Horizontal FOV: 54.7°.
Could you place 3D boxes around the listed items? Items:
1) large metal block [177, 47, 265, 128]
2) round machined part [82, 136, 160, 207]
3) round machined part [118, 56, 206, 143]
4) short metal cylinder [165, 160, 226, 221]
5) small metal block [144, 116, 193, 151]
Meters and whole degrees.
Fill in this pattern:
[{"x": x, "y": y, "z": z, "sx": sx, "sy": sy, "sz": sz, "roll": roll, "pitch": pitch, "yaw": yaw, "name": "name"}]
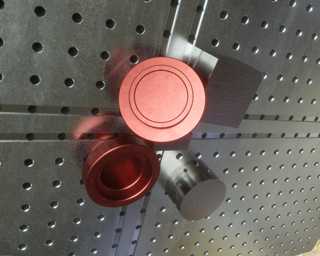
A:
[{"x": 0.075, "y": -0.051, "z": 0.405, "sx": 0.081, "sy": 0.050, "sz": 0.079, "roll": 8, "pitch": 114, "yaw": -32, "name": "large metal block"}, {"x": -0.053, "y": 0.052, "z": 0.404, "sx": 0.099, "sy": 0.042, "sz": 0.097, "roll": -14, "pitch": 124, "yaw": -21, "name": "round machined part"}, {"x": 0.002, "y": -0.032, "z": 0.346, "sx": 0.099, "sy": 0.042, "sz": 0.097, "roll": 0, "pitch": 87, "yaw": 2, "name": "round machined part"}, {"x": 0.056, "y": 0.097, "z": 0.485, "sx": 0.081, "sy": 0.050, "sz": 0.079, "roll": -14, "pitch": 124, "yaw": -21, "name": "short metal cylinder"}, {"x": 0.006, "y": 0.006, "z": 0.401, "sx": 0.050, "sy": 0.050, "sz": 0.025, "roll": 1, "pitch": 118, "yaw": -29, "name": "small metal block"}]
